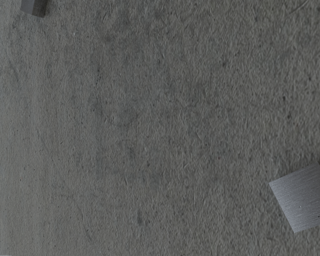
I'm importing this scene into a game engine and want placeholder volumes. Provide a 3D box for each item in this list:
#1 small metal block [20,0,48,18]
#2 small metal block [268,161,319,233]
[{"bbox_3d":[-0.247,-0.249,0.609,0.050,0.025,0.050,30,109,36],"label":"small metal block"},{"bbox_3d":[0.140,0.063,0.289,0.050,0.025,0.050,-36,68,34],"label":"small metal block"}]
